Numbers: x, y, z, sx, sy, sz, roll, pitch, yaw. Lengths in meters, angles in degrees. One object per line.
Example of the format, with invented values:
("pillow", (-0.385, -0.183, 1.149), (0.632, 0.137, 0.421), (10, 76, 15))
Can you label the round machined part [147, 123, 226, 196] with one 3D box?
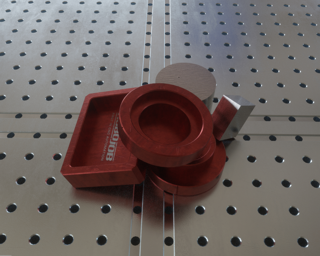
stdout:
("round machined part", (0.030, 0.028, 0.372), (0.099, 0.042, 0.098), (0, 50, 0))

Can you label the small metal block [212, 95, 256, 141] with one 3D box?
("small metal block", (0.089, -0.014, 0.391), (0.025, 0.050, 0.050), (39, 25, 27))

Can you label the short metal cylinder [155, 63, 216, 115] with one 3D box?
("short metal cylinder", (0.034, -0.046, 0.430), (0.081, 0.050, 0.080), (0, 50, 0))

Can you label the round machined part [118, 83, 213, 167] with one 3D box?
("round machined part", (0.004, 0.001, 0.334), (0.099, 0.042, 0.098), (7, 51, -8))

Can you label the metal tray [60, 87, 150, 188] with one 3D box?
("metal tray", (-0.059, 0.007, 0.383), (0.090, 0.030, 0.130), (-6, 49, 13))
